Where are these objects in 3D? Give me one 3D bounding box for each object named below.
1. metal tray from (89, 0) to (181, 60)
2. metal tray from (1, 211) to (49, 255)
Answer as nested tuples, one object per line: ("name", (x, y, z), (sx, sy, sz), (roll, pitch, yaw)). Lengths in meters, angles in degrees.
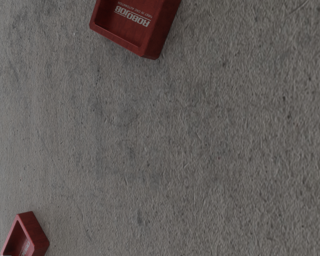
("metal tray", (-0.040, -0.161, 0.434), (0.130, 0.030, 0.089), (36, 112, 34))
("metal tray", (-0.278, 0.247, 0.631), (0.090, 0.030, 0.129), (45, 117, 30))
